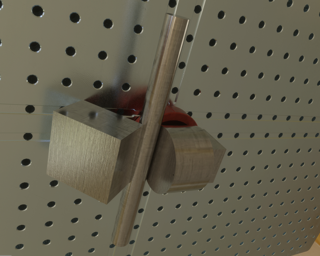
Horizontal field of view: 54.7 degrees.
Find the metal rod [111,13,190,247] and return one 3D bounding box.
[{"bbox_3d":[-0.019,0.022,0.362,0.025,0.025,0.298,1,118,-29],"label":"metal rod"}]

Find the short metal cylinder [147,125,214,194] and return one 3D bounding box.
[{"bbox_3d":[0.019,0.036,0.371,0.050,0.080,0.079,1,118,-29],"label":"short metal cylinder"}]

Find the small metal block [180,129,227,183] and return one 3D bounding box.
[{"bbox_3d":[0.052,0.035,0.392,0.025,0.050,0.050,1,118,-30],"label":"small metal block"}]

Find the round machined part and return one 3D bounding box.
[{"bbox_3d":[-0.001,0.014,0.408,0.099,0.042,0.097,-14,125,-21],"label":"round machined part"}]

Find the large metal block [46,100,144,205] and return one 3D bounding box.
[{"bbox_3d":[-0.073,0.024,0.344,0.050,0.080,0.079,-39,148,-61],"label":"large metal block"}]
